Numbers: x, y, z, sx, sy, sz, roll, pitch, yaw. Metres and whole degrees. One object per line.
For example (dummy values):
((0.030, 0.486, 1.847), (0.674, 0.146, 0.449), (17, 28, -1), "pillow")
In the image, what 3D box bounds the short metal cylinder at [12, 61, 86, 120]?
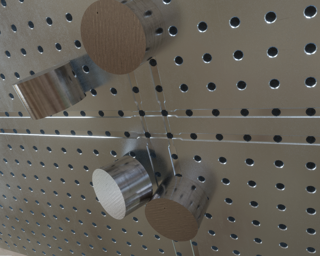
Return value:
((-0.148, -0.052, 0.420), (0.080, 0.080, 0.050), (-8, 114, 31), "short metal cylinder")

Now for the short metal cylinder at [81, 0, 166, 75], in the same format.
((-0.041, -0.107, 0.349), (0.080, 0.050, 0.079), (13, 124, 20), "short metal cylinder")

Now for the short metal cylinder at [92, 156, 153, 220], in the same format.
((-0.057, 0.087, 0.460), (0.080, 0.050, 0.079), (25, 127, 40), "short metal cylinder")

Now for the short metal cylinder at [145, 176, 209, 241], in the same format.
((0.025, 0.118, 0.453), (0.080, 0.050, 0.079), (13, 124, 20), "short metal cylinder")
